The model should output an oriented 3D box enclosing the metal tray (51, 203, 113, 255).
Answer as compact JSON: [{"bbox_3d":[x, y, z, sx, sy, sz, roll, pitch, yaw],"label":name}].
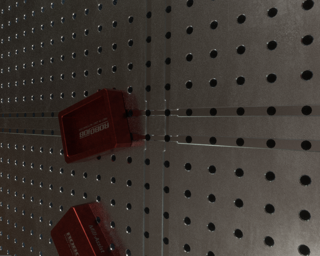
[{"bbox_3d":[-0.125,0.203,0.507,0.090,0.030,0.130,-49,62,28],"label":"metal tray"}]

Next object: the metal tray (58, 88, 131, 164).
[{"bbox_3d":[-0.108,0.000,0.492,0.130,0.030,0.090,-19,78,38],"label":"metal tray"}]
